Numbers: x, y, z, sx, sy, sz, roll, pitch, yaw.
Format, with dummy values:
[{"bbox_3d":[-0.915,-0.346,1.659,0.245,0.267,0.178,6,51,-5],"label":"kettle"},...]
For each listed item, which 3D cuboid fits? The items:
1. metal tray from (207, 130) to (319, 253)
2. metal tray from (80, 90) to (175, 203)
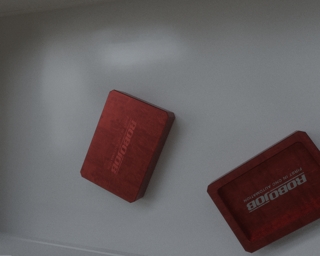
[{"bbox_3d":[0.133,0.073,0.360,0.130,0.030,0.090,-35,79,16],"label":"metal tray"},{"bbox_3d":[-0.045,0.023,0.423,0.090,0.030,0.129,24,98,18],"label":"metal tray"}]
